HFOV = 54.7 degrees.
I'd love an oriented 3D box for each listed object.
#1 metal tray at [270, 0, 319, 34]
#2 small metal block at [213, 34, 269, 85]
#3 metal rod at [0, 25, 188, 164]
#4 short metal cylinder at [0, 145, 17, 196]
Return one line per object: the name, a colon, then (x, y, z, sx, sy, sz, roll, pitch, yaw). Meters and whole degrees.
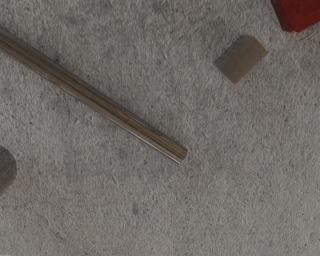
metal tray: (0.160, -0.184, 0.341, 0.090, 0.030, 0.130, -28, 108, 10)
small metal block: (0.093, -0.083, 0.367, 0.025, 0.050, 0.050, 42, 105, -14)
metal rod: (-0.092, -0.042, 0.393, 0.301, 0.025, 0.025, 34, 107, -12)
short metal cylinder: (-0.244, 0.063, 0.417, 0.081, 0.050, 0.079, 0, 110, 0)
